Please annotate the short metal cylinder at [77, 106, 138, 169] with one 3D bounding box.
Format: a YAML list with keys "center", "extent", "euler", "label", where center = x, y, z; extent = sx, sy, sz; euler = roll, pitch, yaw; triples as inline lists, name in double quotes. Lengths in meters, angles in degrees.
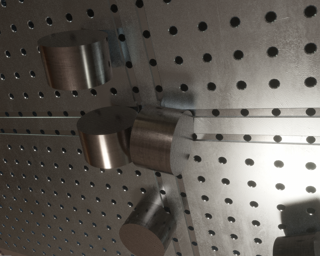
- center: [-0.066, 0.010, 0.415]
  extent: [0.080, 0.080, 0.050]
  euler: [8, 122, 23]
  label: "short metal cylinder"

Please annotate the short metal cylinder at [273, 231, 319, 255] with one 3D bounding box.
- center: [0.184, 0.174, 0.386]
  extent: [0.050, 0.080, 0.080]
  euler: [-24, 105, 36]
  label: "short metal cylinder"

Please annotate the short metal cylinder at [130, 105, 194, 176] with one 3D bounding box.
- center: [0.005, 0.014, 0.381]
  extent: [0.050, 0.080, 0.079]
  euler: [10, 123, 22]
  label: "short metal cylinder"

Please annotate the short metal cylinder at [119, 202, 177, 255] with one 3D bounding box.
- center: [-0.019, 0.169, 0.508]
  extent: [0.080, 0.050, 0.079]
  euler: [13, 124, 20]
  label: "short metal cylinder"

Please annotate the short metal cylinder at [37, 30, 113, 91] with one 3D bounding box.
- center: [-0.100, -0.084, 0.374]
  extent: [0.080, 0.080, 0.050]
  euler: [11, 123, 22]
  label: "short metal cylinder"
